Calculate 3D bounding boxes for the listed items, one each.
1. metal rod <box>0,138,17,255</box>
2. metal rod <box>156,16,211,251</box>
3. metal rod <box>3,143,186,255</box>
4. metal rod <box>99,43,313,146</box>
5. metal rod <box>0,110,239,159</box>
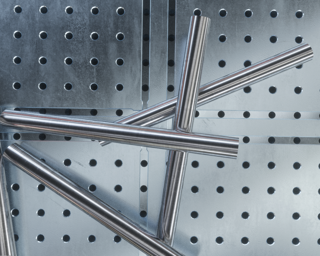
[{"bbox_3d":[-0.208,0.117,0.404,0.025,0.025,0.298,-7,93,0],"label":"metal rod"},{"bbox_3d":[0.027,0.014,0.393,0.025,0.025,0.298,9,98,0],"label":"metal rod"},{"bbox_3d":[-0.072,0.109,0.396,0.301,0.025,0.025,32,90,6],"label":"metal rod"},{"bbox_3d":[0.058,-0.044,0.413,0.301,0.025,0.025,-22,90,0],"label":"metal rod"},{"bbox_3d":[-0.058,0.006,0.384,0.301,0.025,0.025,7,90,11],"label":"metal rod"}]
